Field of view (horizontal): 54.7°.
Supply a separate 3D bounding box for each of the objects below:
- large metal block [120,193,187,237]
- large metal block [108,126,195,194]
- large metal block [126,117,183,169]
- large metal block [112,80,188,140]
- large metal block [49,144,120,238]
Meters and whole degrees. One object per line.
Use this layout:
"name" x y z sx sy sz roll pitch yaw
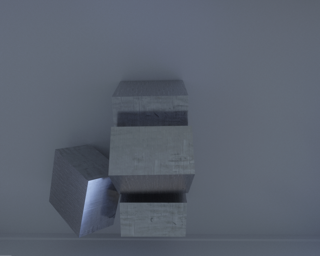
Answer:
"large metal block" -0.008 0.099 0.416 0.081 0.080 0.050 0 110 -1
"large metal block" -0.008 0.037 0.334 0.081 0.080 0.050 -1 65 0
"large metal block" -0.010 0.031 0.409 0.081 0.050 0.079 -1 110 0
"large metal block" -0.010 -0.024 0.370 0.081 0.080 0.050 -1 110 0
"large metal block" -0.097 0.077 0.399 0.050 0.080 0.079 -7 119 -44
